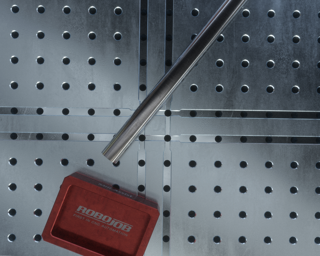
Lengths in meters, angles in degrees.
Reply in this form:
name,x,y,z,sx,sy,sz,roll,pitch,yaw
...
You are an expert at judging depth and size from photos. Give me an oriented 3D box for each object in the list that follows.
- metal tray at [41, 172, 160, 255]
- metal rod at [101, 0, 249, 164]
name,x,y,z,sx,sy,sz,roll,pitch,yaw
metal tray,-0.076,0.124,0.409,0.131,0.030,0.090,21,90,-1
metal rod,0.026,-0.077,0.413,0.025,0.025,0.300,39,90,-1
